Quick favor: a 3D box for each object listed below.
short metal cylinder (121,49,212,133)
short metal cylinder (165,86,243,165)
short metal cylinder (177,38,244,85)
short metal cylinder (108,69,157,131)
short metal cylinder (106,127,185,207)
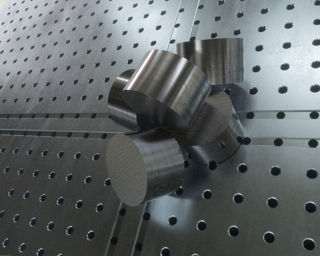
[{"bbox_3d":[0.007,-0.037,0.326,0.080,0.080,0.050,19,72,35],"label":"short metal cylinder"},{"bbox_3d":[0.052,-0.003,0.366,0.080,0.050,0.080,-14,55,21],"label":"short metal cylinder"},{"bbox_3d":[0.062,-0.081,0.381,0.080,0.080,0.050,2,103,29],"label":"short metal cylinder"},{"bbox_3d":[-0.021,-0.033,0.404,0.050,0.080,0.080,20,73,36],"label":"short metal cylinder"},{"bbox_3d":[-0.018,0.042,0.349,0.080,0.050,0.079,15,110,49],"label":"short metal cylinder"}]
